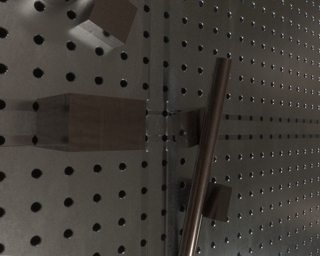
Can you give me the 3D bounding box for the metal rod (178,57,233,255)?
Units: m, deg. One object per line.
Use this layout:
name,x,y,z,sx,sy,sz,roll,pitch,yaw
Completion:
metal rod,0.062,0.052,0.436,0.025,0.025,0.298,8,93,-40

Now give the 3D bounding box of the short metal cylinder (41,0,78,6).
short metal cylinder,-0.099,-0.171,0.311,0.081,0.050,0.079,0,90,-40

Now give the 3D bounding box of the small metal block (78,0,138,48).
small metal block,-0.059,-0.130,0.361,0.050,0.025,0.050,27,73,-37

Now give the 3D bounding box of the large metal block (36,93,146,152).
large metal block,-0.071,-0.004,0.315,0.081,0.080,0.050,2,89,-40

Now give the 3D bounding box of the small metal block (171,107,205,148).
small metal block,0.046,-0.002,0.451,0.050,0.025,0.050,-16,100,-39

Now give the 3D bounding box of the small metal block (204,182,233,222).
small metal block,0.075,0.107,0.458,0.025,0.050,0.050,23,76,-38
